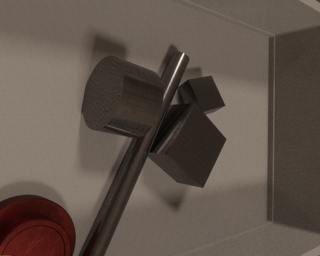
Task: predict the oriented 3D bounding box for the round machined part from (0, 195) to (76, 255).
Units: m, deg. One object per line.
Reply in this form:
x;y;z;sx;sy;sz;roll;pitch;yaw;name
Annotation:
-0.125;0.116;0.292;0.099;0.042;0.097;0;90;-40;round machined part

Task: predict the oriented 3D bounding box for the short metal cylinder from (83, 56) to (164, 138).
-0.042;-0.032;0.337;0.050;0.080;0.080;14;81;-40;short metal cylinder

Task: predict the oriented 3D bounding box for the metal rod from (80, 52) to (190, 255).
-0.027;0.031;0.385;0.025;0.025;0.300;37;67;-34;metal rod

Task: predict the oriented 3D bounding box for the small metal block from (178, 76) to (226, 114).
0.061;-0.045;0.449;0.050;0.025;0.050;-16;79;-39;small metal block

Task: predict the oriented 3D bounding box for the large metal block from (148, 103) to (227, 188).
0.035;0.023;0.422;0.080;0.050;0.080;45;63;-31;large metal block
